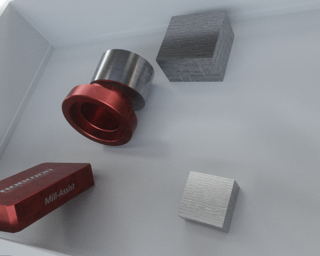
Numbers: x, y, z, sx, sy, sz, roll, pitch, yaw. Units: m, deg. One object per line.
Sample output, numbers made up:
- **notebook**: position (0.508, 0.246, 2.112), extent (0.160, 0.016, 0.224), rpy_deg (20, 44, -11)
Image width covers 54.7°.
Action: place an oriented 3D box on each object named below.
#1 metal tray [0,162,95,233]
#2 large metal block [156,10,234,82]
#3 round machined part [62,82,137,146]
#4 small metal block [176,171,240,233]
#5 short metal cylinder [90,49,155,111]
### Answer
- **metal tray**: position (-0.156, 0.077, 0.378), extent (0.090, 0.131, 0.030), rpy_deg (-2, 102, 26)
- **large metal block**: position (0.051, -0.111, 0.430), extent (0.080, 0.050, 0.080), rpy_deg (5, 64, 30)
- **round machined part**: position (-0.076, -0.022, 0.413), extent (0.098, 0.098, 0.042), rpy_deg (1, 49, 28)
- **small metal block**: position (0.052, 0.078, 0.330), extent (0.050, 0.025, 0.050), rpy_deg (7, 65, 31)
- **short metal cylinder**: position (-0.053, -0.065, 0.437), extent (0.080, 0.080, 0.050), rpy_deg (2, 63, 29)
